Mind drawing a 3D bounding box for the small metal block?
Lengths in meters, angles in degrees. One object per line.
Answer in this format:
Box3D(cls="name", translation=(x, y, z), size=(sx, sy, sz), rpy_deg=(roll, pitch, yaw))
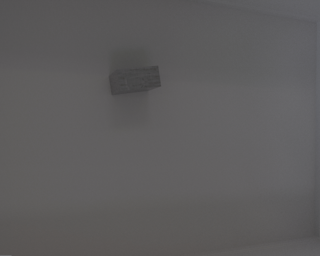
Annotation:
Box3D(cls="small metal block", translation=(-0.032, -0.058, 0.385), size=(0.050, 0.050, 0.025), rpy_deg=(-9, 94, -20))
